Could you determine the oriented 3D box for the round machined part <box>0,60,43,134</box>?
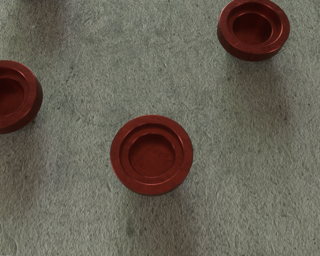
[{"bbox_3d":[-0.205,-0.037,0.411,0.099,0.042,0.098,0,70,0],"label":"round machined part"}]

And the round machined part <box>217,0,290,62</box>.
[{"bbox_3d":[0.132,-0.138,0.450,0.099,0.042,0.098,0,70,0],"label":"round machined part"}]

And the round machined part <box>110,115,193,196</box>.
[{"bbox_3d":[-0.010,0.036,0.386,0.099,0.042,0.098,0,70,0],"label":"round machined part"}]
